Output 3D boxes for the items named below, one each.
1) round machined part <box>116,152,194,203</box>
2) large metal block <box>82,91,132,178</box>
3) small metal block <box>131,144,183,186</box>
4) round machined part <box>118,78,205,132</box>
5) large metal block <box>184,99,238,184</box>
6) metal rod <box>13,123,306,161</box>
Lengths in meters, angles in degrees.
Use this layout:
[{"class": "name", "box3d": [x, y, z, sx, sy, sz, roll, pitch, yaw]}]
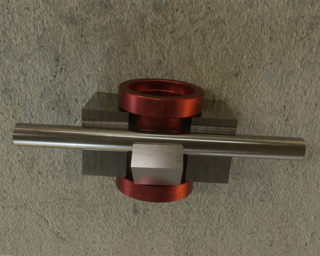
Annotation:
[{"class": "round machined part", "box3d": [-0.005, 0.051, 0.391, 0.099, 0.098, 0.042, 4, 105, -2]}, {"class": "large metal block", "box3d": [-0.062, 0.005, 0.383, 0.050, 0.080, 0.079, 4, 110, -2]}, {"class": "small metal block", "box3d": [-0.002, 0.040, 0.326, 0.050, 0.025, 0.050, 2, 151, 1]}, {"class": "round machined part", "box3d": [0.001, -0.027, 0.362, 0.099, 0.098, 0.042, 4, 111, -2]}, {"class": "large metal block", "box3d": [0.057, 0.013, 0.387, 0.050, 0.080, 0.079, 4, 110, -1]}, {"class": "metal rod", "box3d": [0.001, 0.015, 0.331, 0.302, 0.025, 0.025, 3, 110, -2]}]
